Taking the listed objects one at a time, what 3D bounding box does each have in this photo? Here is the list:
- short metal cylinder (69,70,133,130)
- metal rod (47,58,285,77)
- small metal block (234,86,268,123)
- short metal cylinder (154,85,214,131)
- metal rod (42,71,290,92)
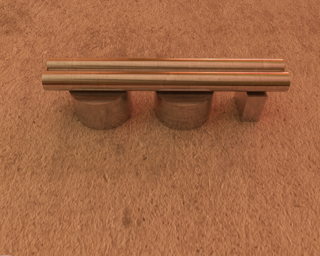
[{"bbox_3d":[-0.079,-0.043,0.423,0.081,0.050,0.080,0,50,0],"label":"short metal cylinder"},{"bbox_3d":[0.008,-0.079,0.405,0.302,0.025,0.025,0,50,0],"label":"metal rod"},{"bbox_3d":[0.123,-0.042,0.426,0.025,0.050,0.050,-1,50,-1],"label":"small metal block"},{"bbox_3d":[0.032,-0.042,0.424,0.081,0.050,0.080,0,50,0],"label":"short metal cylinder"},{"bbox_3d":[0.008,-0.058,0.388,0.302,0.025,0.025,0,50,0],"label":"metal rod"}]
